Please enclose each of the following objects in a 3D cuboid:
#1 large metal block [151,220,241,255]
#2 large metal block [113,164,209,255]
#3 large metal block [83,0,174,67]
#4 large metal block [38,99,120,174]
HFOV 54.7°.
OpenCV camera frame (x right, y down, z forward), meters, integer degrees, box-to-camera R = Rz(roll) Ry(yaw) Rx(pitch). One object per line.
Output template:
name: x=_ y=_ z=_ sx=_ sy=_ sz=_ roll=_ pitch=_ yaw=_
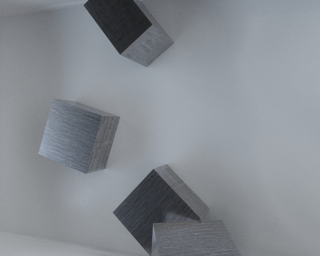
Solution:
large metal block: x=0.036 y=0.143 z=0.324 sx=0.081 sy=0.080 sz=0.050 roll=0 pitch=109 yaw=-9
large metal block: x=0.002 y=0.105 z=0.396 sx=0.080 sy=0.050 sz=0.080 roll=45 pitch=104 yaw=14
large metal block: x=-0.036 y=-0.131 z=0.394 sx=0.050 sy=0.080 sz=0.080 roll=-39 pitch=78 yaw=16
large metal block: x=-0.113 y=0.010 z=0.437 sx=0.080 sy=0.050 sz=0.080 roll=19 pitch=96 yaw=19
